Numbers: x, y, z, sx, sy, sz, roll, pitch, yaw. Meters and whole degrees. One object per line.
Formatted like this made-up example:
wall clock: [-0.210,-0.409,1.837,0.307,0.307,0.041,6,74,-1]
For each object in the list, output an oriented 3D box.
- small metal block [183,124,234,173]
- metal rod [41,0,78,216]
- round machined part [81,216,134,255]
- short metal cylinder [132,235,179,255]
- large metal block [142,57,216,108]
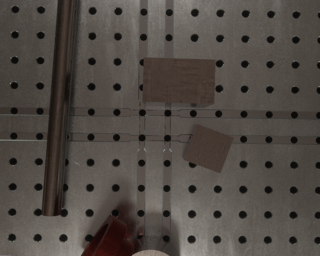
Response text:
small metal block: [0.064,0.027,0.414,0.050,0.025,0.050,21,90,-1]
metal rod: [-0.133,-0.035,0.411,0.025,0.025,0.298,4,90,-1]
round machined part: [-0.068,0.161,0.377,0.042,0.098,0.098,36,90,-5]
short metal cylinder: [-0.012,0.188,0.401,0.081,0.050,0.079,0,90,-1]
large metal block: [0.021,-0.053,0.386,0.081,0.080,0.050,2,90,-1]
